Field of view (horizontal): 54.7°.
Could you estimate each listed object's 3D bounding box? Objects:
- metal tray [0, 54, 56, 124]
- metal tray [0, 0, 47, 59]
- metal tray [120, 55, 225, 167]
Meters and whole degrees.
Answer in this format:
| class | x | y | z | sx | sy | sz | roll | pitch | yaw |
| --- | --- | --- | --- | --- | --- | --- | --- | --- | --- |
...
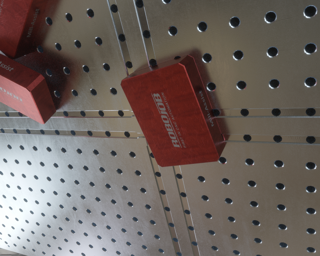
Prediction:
| class | x | y | z | sx | sy | sz | roll | pitch | yaw |
| --- | --- | --- | --- | --- | --- | --- | --- | --- | --- |
| metal tray | -0.225 | -0.066 | 0.463 | 0.130 | 0.030 | 0.090 | 27 | 149 | 11 |
| metal tray | -0.202 | -0.167 | 0.409 | 0.090 | 0.030 | 0.129 | 41 | 129 | -1 |
| metal tray | 0.017 | -0.015 | 0.388 | 0.090 | 0.030 | 0.129 | -11 | 113 | 32 |
